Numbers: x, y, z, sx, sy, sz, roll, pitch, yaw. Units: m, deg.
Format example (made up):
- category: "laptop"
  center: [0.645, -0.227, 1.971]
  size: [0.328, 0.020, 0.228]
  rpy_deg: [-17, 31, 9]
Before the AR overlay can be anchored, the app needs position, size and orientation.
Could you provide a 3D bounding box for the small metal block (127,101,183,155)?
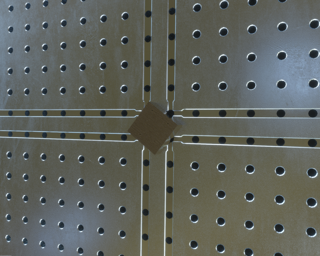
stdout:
- category: "small metal block"
  center: [-0.006, 0.000, 0.415]
  size: [0.050, 0.025, 0.050]
  rpy_deg: [40, 103, 15]
